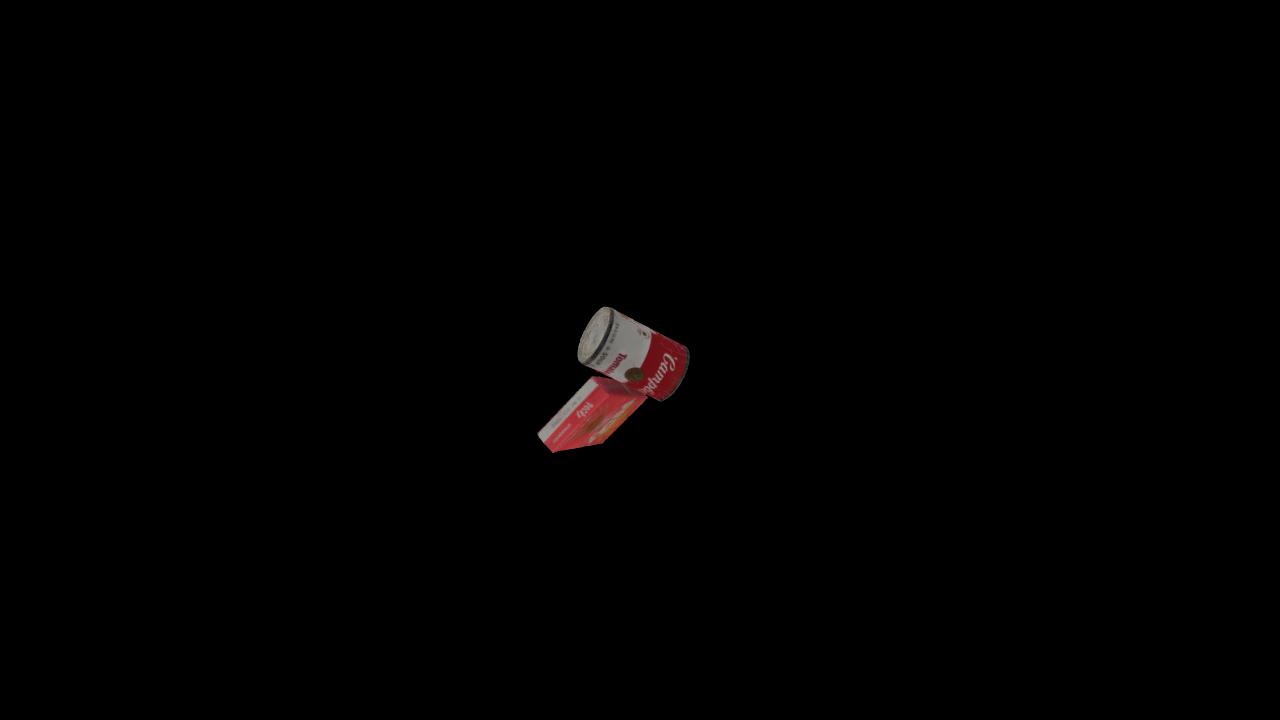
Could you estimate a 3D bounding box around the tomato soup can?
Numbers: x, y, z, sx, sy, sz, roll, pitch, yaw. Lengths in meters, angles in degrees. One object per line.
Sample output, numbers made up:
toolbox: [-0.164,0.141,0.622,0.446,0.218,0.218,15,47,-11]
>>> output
tomato soup can: [-0.007,-0.007,0.654,0.101,0.068,0.068,27,-11,-23]

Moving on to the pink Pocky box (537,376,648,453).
pink Pocky box: [-0.046,0.059,0.673,0.084,0.029,0.155,-45,-14,7]
